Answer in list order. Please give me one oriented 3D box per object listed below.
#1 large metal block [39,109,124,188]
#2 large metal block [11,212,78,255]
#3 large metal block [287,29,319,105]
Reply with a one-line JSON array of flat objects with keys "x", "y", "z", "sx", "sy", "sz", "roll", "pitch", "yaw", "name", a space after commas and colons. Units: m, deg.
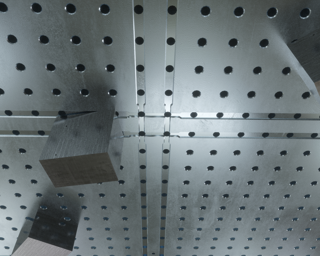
[{"x": -0.094, "y": 0.025, "z": 0.395, "sx": 0.080, "sy": 0.080, "sz": 0.050, "roll": -7, "pitch": 130, "yaw": 5, "name": "large metal block"}, {"x": -0.211, "y": 0.207, "z": 0.569, "sx": 0.080, "sy": 0.050, "sz": 0.080, "roll": 30, "pitch": 124, "yaw": -23, "name": "large metal block"}, {"x": 0.191, "y": -0.069, "z": 0.320, "sx": 0.080, "sy": 0.080, "sz": 0.050, "roll": -27, "pitch": 125, "yaw": 21, "name": "large metal block"}]
